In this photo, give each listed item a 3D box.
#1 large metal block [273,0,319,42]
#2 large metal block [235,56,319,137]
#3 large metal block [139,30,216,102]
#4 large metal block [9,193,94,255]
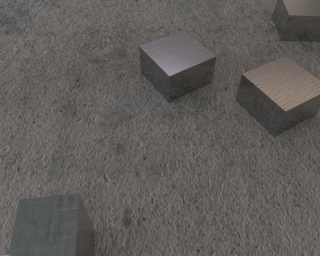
[{"bbox_3d":[0.256,-0.200,0.556,0.080,0.050,0.080,2,50,2],"label":"large metal block"},{"bbox_3d":[0.166,-0.046,0.426,0.081,0.050,0.080,-24,54,-19],"label":"large metal block"},{"bbox_3d":[0.025,-0.095,0.467,0.081,0.050,0.080,-26,55,-20],"label":"large metal block"},{"bbox_3d":[-0.090,0.114,0.271,0.050,0.080,0.080,-5,50,-4],"label":"large metal block"}]
